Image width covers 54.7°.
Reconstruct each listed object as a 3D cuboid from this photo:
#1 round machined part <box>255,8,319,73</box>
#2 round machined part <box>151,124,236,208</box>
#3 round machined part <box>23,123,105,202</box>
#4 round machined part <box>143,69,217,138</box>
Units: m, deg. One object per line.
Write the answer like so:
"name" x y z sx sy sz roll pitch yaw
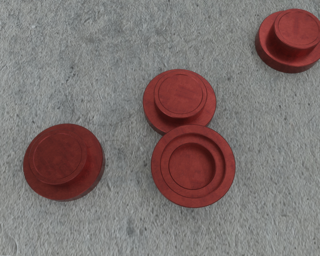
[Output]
"round machined part" 0.192 -0.132 0.448 0.099 0.042 0.098 0 70 0
"round machined part" 0.039 0.048 0.379 0.099 0.042 0.098 0 75 0
"round machined part" -0.121 0.039 0.384 0.099 0.042 0.098 0 70 0
"round machined part" 0.026 -0.037 0.413 0.099 0.042 0.098 0 70 0
